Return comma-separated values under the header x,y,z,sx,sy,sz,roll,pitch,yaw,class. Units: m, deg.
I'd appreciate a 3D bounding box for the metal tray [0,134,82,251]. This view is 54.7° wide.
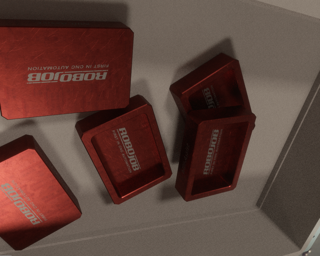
x,y,z,sx,sy,sz,roll,pitch,yaw,class
-0.162,0.080,0.367,0.090,0.030,0.129,-28,128,-11,metal tray

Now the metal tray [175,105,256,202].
x,y,z,sx,sy,sz,roll,pitch,yaw,class
0.075,0.036,0.431,0.091,0.030,0.129,-8,122,-25,metal tray

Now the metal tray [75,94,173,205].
x,y,z,sx,sy,sz,roll,pitch,yaw,class
-0.042,0.031,0.403,0.091,0.030,0.129,-26,128,-13,metal tray

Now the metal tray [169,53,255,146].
x,y,z,sx,sy,sz,roll,pitch,yaw,class
0.078,-0.027,0.433,0.090,0.030,0.130,-34,129,-7,metal tray

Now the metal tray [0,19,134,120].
x,y,z,sx,sy,sz,roll,pitch,yaw,class
-0.095,-0.061,0.316,0.131,0.030,0.089,-8,122,-25,metal tray
